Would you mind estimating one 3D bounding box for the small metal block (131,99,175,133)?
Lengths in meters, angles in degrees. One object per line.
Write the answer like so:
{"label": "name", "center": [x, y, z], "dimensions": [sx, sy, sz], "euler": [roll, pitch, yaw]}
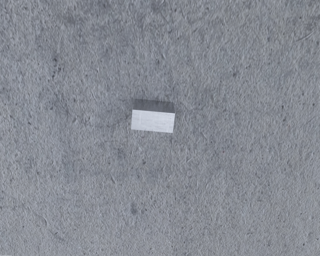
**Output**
{"label": "small metal block", "center": [-0.009, -0.016, 0.391], "dimensions": [0.050, 0.050, 0.025], "euler": [5, 110, -2]}
